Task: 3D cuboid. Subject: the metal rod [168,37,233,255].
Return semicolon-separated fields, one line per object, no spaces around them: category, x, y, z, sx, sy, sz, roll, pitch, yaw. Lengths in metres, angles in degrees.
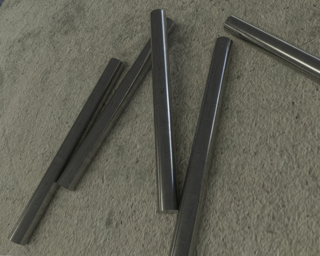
metal rod;0.053;0.014;0.367;0.025;0.025;0.300;1;62;29

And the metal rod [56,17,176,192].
metal rod;-0.058;-0.045;0.461;0.025;0.025;0.300;19;72;35

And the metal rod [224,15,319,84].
metal rod;0.180;-0.063;0.347;0.025;0.025;0.300;-42;51;-1

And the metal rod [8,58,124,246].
metal rod;-0.130;0.022;0.458;0.025;0.025;0.300;12;68;33

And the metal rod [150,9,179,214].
metal rod;0.003;-0.040;0.410;0.025;0.025;0.299;-14;61;21
